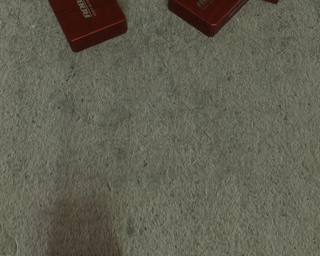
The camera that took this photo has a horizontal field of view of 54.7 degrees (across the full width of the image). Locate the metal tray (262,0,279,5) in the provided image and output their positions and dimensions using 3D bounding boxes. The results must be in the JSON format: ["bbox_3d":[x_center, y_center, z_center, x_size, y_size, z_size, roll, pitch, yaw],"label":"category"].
[{"bbox_3d":[0.187,-0.259,0.448,0.030,0.130,0.090,21,72,7],"label":"metal tray"}]

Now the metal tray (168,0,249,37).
[{"bbox_3d":[0.086,-0.213,0.483,0.090,0.030,0.130,39,74,13],"label":"metal tray"}]

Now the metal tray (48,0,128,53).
[{"bbox_3d":[-0.117,-0.188,0.473,0.090,0.030,0.130,-25,72,-9],"label":"metal tray"}]
